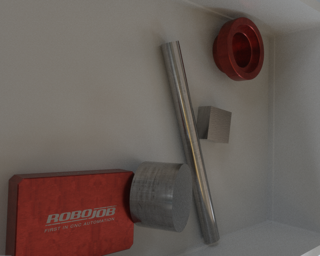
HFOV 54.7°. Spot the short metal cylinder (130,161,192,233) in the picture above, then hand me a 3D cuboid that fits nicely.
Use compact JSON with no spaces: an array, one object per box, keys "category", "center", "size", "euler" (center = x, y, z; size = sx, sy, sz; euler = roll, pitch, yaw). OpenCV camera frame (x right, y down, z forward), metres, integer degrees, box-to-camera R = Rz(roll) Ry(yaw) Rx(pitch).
[{"category":"short metal cylinder","center":[0.004,0.082,0.375],"size":[0.080,0.050,0.079],"euler":[1,90,-69]}]

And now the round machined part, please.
[{"category":"round machined part","center":[0.123,-0.124,0.501],"size":[0.099,0.042,0.097],"euler":[0,90,-40]}]

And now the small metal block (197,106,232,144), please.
[{"category":"small metal block","center":[0.083,-0.004,0.479],"size":[0.050,0.025,0.050],"euler":[12,82,-40]}]

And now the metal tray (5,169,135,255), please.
[{"category":"metal tray","center":[-0.089,0.093,0.331],"size":[0.131,0.030,0.089],"euler":[3,88,-40]}]

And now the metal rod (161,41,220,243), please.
[{"category":"metal rod","center":[0.046,0.027,0.447],"size":[0.025,0.025,0.298],"euler":[-22,104,-38]}]
